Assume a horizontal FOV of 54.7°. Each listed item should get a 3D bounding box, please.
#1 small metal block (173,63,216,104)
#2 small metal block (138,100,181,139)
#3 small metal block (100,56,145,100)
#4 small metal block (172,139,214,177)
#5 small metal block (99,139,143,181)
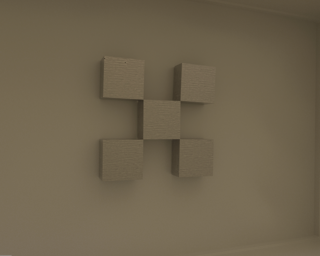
[{"bbox_3d":[0.047,-0.059,0.425,0.050,0.025,0.050,3,89,-20],"label":"small metal block"},{"bbox_3d":[-0.001,-0.011,0.407,0.050,0.025,0.050,0,90,-20],"label":"small metal block"},{"bbox_3d":[-0.048,-0.061,0.391,0.050,0.025,0.050,2,90,-20],"label":"small metal block"},{"bbox_3d":[0.045,0.040,0.424,0.050,0.025,0.050,1,90,-20],"label":"small metal block"},{"bbox_3d":[-0.049,0.039,0.390,0.050,0.025,0.050,1,90,-20],"label":"small metal block"}]
